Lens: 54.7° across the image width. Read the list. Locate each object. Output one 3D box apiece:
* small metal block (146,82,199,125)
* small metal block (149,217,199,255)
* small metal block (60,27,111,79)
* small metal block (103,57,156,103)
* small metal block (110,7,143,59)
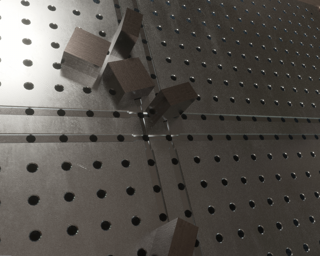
[{"bbox_3d":[0.016,-0.034,0.423,0.050,0.050,0.025,-21,73,-36],"label":"small metal block"},{"bbox_3d":[0.012,0.127,0.322,0.025,0.050,0.050,29,52,-11],"label":"small metal block"},{"bbox_3d":[-0.099,-0.102,0.418,0.050,0.025,0.050,22,53,-15],"label":"small metal block"},{"bbox_3d":[-0.043,-0.067,0.427,0.050,0.025,0.050,-19,72,-36],"label":"small metal block"},{"bbox_3d":[-0.049,-0.136,0.450,0.025,0.050,0.050,19,54,-18],"label":"small metal block"}]
